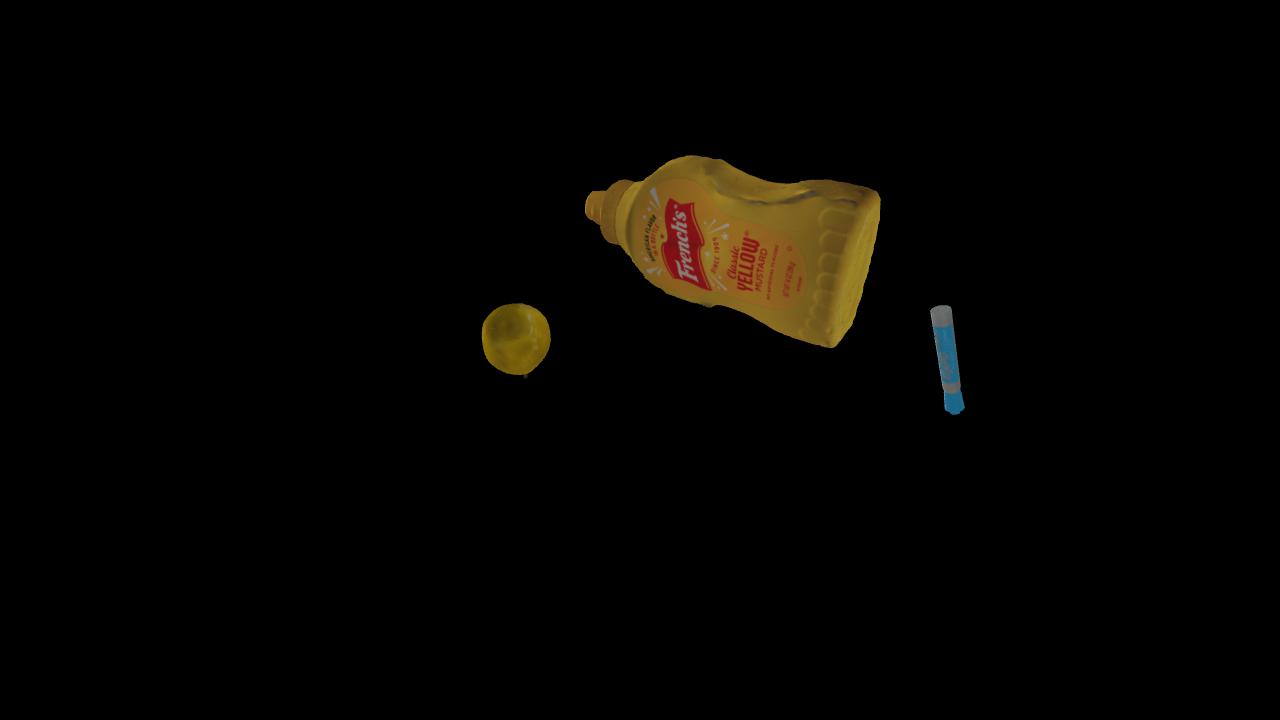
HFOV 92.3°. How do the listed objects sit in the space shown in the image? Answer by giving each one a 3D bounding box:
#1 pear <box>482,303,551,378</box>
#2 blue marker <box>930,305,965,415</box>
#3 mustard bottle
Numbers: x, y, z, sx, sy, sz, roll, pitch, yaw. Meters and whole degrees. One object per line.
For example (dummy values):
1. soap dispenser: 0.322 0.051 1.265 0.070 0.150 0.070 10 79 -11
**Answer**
1. pear: -0.133 -0.015 0.692 0.080 0.080 0.111 0 -19 3
2. blue marker: 0.309 0.003 0.616 0.020 0.121 0.020 -17 23 8
3. mustard bottle: 0.042 -0.075 0.372 0.184 0.092 0.054 22 47 27
